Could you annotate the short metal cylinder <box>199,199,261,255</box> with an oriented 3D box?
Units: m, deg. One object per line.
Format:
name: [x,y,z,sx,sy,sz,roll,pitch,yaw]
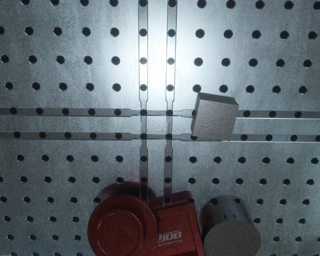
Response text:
short metal cylinder: [0.101,0.154,0.458,0.081,0.050,0.079,0,110,-1]

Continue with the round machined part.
round machined part: [-0.052,0.142,0.422,0.099,0.042,0.097,-1,84,7]

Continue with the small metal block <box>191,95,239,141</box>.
small metal block: [0.071,-0.013,0.409,0.050,0.025,0.050,9,110,-4]

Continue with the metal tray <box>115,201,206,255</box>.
metal tray: [-0.006,0.165,0.450,0.131,0.030,0.090,-14,83,5]
